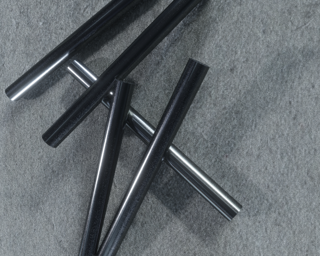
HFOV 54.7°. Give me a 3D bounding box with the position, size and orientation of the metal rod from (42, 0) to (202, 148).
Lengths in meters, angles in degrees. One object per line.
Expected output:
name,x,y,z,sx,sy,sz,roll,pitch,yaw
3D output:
metal rod,-0.043,-0.086,0.403,0.300,0.025,0.025,-44,77,6

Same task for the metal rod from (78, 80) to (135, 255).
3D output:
metal rod,-0.079,0.084,0.419,0.025,0.025,0.298,18,102,19

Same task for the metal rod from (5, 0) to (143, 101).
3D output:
metal rod,-0.113,-0.131,0.447,0.300,0.025,0.025,-33,80,16

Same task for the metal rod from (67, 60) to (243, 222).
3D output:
metal rod,-0.016,0.007,0.413,0.300,0.025,0.025,42,103,15

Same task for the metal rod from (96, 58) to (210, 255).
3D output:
metal rod,-0.017,0.055,0.391,0.025,0.025,0.298,31,108,17
